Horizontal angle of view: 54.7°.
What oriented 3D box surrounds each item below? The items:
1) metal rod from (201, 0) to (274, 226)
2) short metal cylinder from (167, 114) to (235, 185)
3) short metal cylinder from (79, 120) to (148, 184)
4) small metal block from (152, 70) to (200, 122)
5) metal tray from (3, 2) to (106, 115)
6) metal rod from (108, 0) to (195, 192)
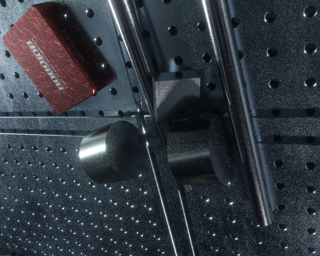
[{"bbox_3d":[0.093,-0.008,0.355,0.025,0.025,0.298,-5,116,30],"label":"metal rod"},{"bbox_3d":[0.050,0.026,0.365,0.050,0.080,0.080,-8,114,31],"label":"short metal cylinder"},{"bbox_3d":[-0.063,0.034,0.428,0.050,0.080,0.080,-18,109,35],"label":"short metal cylinder"},{"bbox_3d":[0.019,-0.038,0.362,0.050,0.025,0.050,-7,121,-7],"label":"small metal block"},{"bbox_3d":[-0.145,-0.091,0.426,0.090,0.030,0.130,-24,106,36],"label":"metal tray"},{"bbox_3d":[-0.010,-0.047,0.386,0.025,0.025,0.298,-6,116,31],"label":"metal rod"}]
